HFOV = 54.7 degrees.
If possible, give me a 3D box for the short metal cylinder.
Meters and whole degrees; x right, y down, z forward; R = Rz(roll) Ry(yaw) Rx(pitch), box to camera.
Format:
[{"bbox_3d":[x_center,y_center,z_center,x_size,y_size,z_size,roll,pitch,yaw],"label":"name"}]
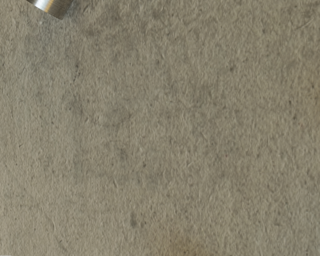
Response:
[{"bbox_3d":[-0.162,-0.197,0.435,0.080,0.080,0.050,37,102,16],"label":"short metal cylinder"}]
